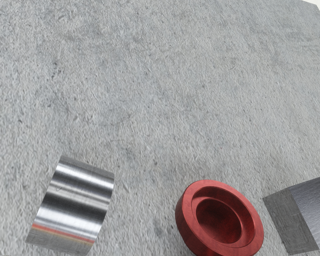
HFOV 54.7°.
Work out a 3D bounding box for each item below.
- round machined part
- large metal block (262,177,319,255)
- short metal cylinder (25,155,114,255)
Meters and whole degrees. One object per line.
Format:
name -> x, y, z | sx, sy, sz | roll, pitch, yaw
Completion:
round machined part -> 0.062, 0.110, 0.349 | 0.099, 0.042, 0.098 | 16, 37, -13
large metal block -> 0.203, 0.119, 0.427 | 0.081, 0.050, 0.080 | -7, 65, -32
short metal cylinder -> -0.081, 0.070, 0.283 | 0.050, 0.080, 0.080 | 23, 53, -15
